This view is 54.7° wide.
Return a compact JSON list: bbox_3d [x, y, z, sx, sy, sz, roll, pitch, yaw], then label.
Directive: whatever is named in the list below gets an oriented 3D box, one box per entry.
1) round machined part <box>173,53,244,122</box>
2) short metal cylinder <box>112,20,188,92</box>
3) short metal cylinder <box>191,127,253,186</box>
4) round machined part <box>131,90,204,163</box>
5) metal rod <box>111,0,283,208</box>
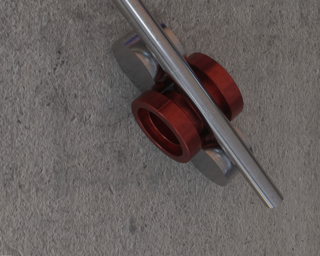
[{"bbox_3d":[0.055,-0.043,0.393,0.042,0.098,0.098,-40,103,-11],"label":"round machined part"},{"bbox_3d":[-0.012,-0.084,0.377,0.050,0.080,0.080,-41,103,-16],"label":"short metal cylinder"},{"bbox_3d":[0.075,0.030,0.410,0.050,0.080,0.080,-41,103,-16],"label":"short metal cylinder"},{"bbox_3d":[0.014,-0.007,0.376,0.042,0.098,0.098,-42,104,-19],"label":"round machined part"},{"bbox_3d":[0.049,-0.026,0.345,0.025,0.025,0.300,-42,104,-15],"label":"metal rod"}]
